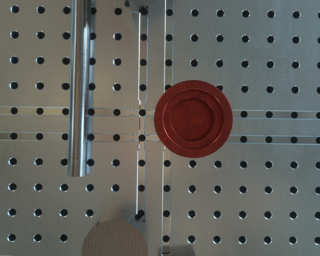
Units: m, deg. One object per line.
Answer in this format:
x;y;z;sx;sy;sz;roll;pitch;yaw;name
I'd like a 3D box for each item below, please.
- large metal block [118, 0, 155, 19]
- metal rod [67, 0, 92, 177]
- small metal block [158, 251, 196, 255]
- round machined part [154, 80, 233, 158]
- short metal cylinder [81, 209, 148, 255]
-0.022;-0.194;0.385;0.080;0.080;0.050;-39;90;0;large metal block
-0.106;-0.086;0.411;0.025;0.025;0.298;2;90;-1;metal rod
0.025;0.197;0.414;0.050;0.025;0.050;-5;90;-1;small metal block
0.042;-0.011;0.405;0.099;0.042;0.097;0;90;-1;round machined part
-0.055;0.151;0.400;0.081;0.050;0.079;0;90;-1;short metal cylinder
